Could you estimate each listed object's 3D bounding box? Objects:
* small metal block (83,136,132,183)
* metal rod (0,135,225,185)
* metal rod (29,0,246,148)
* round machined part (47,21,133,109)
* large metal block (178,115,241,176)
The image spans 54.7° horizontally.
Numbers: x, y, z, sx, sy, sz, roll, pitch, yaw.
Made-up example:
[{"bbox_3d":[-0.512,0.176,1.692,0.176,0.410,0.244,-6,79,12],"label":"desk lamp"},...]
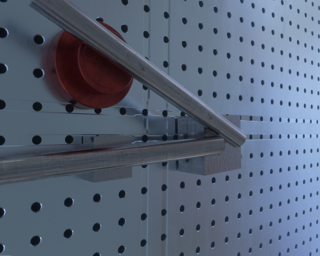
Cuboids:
[{"bbox_3d":[-0.061,0.034,0.361,0.050,0.025,0.050,-1,91,-40],"label":"small metal block"},{"bbox_3d":[-0.054,0.032,0.330,0.303,0.025,0.025,-4,93,-30],"label":"metal rod"},{"bbox_3d":[0.001,-0.050,0.349,0.301,0.025,0.025,31,70,-33],"label":"metal rod"},{"bbox_3d":[-0.068,-0.070,0.342,0.099,0.042,0.097,0,90,-40],"label":"round machined part"},{"bbox_3d":[0.073,0.022,0.453,0.081,0.050,0.079,-3,92,-40],"label":"large metal block"}]
